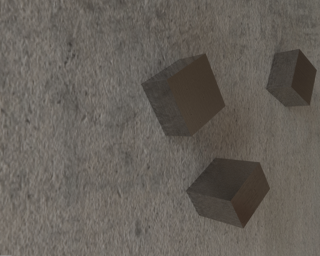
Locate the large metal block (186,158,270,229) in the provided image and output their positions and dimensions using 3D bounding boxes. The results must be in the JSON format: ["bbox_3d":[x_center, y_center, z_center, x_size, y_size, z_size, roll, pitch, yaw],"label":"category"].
[{"bbox_3d":[0.100,0.091,0.456,0.080,0.080,0.050,-41,116,-32],"label":"large metal block"}]

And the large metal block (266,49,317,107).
[{"bbox_3d":[0.261,-0.096,0.611,0.080,0.050,0.080,29,72,-37],"label":"large metal block"}]

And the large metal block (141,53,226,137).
[{"bbox_3d":[0.034,-0.044,0.419,0.080,0.050,0.080,-39,114,-33],"label":"large metal block"}]
